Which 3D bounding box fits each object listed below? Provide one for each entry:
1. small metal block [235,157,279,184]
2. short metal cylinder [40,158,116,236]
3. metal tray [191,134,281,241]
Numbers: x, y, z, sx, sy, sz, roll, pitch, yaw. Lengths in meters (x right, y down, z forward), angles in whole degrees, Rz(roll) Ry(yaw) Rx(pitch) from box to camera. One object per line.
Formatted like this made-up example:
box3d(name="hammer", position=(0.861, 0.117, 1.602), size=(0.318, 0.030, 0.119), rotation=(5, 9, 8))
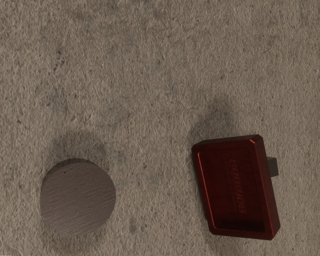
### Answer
box3d(name="small metal block", position=(0.132, 0.058, 0.446), size=(0.050, 0.050, 0.025), rotation=(-11, 94, -20))
box3d(name="short metal cylinder", position=(-0.096, 0.077, 0.361), size=(0.081, 0.050, 0.079), rotation=(0, 90, -21))
box3d(name="metal tray", position=(0.099, 0.078, 0.411), size=(0.030, 0.090, 0.129), rotation=(-19, 98, -52))
